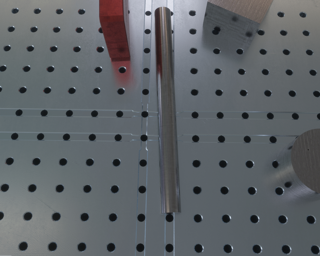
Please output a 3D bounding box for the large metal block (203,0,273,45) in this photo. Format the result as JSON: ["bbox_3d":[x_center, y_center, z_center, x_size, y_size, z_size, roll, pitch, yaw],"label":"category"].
[{"bbox_3d":[0.122,-0.186,0.467,0.080,0.050,0.080,27,72,9],"label":"large metal block"}]

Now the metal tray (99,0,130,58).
[{"bbox_3d":[-0.063,-0.178,0.441,0.030,0.090,0.130,-4,70,-1],"label":"metal tray"}]

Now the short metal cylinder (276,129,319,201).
[{"bbox_3d":[0.193,0.047,0.383,0.081,0.050,0.080,0,70,0],"label":"short metal cylinder"}]

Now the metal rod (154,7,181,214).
[{"bbox_3d":[0.009,-0.037,0.425,0.025,0.025,0.299,-2,70,-1],"label":"metal rod"}]
